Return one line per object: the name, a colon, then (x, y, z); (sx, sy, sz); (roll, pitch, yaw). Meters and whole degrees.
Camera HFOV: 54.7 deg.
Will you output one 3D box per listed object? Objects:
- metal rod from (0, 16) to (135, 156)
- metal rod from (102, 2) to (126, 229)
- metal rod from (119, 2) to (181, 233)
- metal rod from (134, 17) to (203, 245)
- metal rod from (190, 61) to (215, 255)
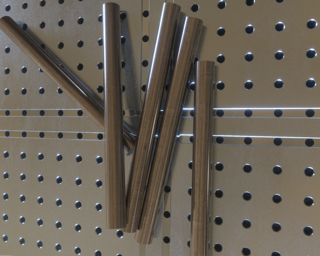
metal rod: (-0.142, -0.070, 0.461); (0.300, 0.025, 0.025); (43, 103, 14)
metal rod: (-0.061, -0.023, 0.410); (0.025, 0.025, 0.298); (-6, 79, 19)
metal rod: (-0.014, -0.013, 0.407); (0.025, 0.025, 0.298); (11, 90, 19)
metal rod: (0.010, 0.007, 0.408); (0.025, 0.025, 0.298); (14, 95, 19)
metal rod: (0.053, 0.066, 0.393); (0.025, 0.025, 0.298); (2, 91, 19)
